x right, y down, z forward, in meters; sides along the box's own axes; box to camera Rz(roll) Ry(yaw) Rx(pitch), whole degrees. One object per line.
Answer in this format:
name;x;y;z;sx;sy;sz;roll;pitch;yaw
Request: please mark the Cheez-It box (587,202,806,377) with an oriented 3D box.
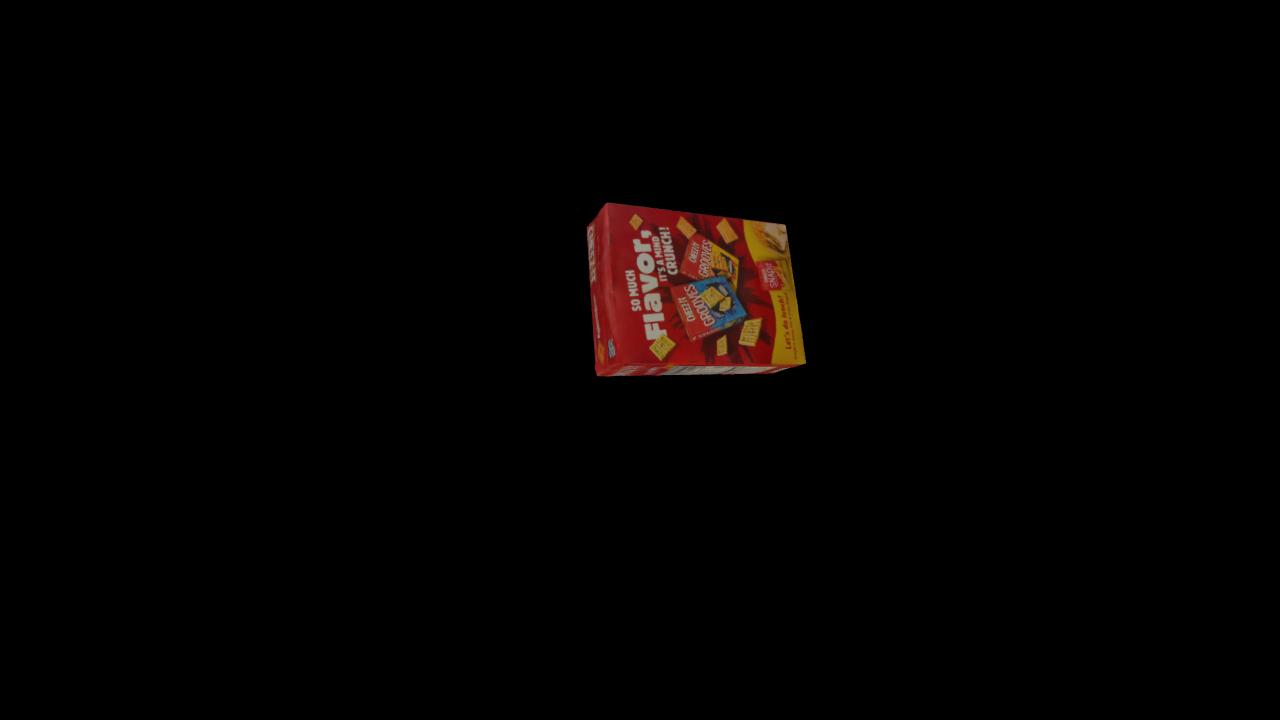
Cheez-It box;0.060;-0.068;0.656;0.223;0.166;0.071;0;-12;-24
